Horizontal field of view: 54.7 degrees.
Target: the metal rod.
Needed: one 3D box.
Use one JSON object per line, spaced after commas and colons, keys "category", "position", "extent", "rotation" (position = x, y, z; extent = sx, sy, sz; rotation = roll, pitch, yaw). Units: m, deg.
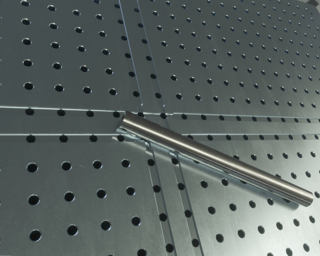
{"category": "metal rod", "position": [0.086, 0.048, 0.427], "extent": [0.302, 0.025, 0.025], "rotation": [24, 53, -14]}
